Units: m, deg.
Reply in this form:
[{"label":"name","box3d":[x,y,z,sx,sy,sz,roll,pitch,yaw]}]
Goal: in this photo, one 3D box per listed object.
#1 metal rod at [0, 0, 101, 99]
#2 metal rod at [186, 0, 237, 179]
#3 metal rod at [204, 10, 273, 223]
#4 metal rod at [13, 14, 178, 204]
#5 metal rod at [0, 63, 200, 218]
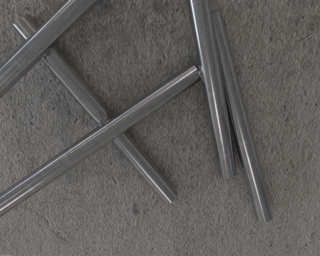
[{"label":"metal rod","box3d":[-0.090,-0.134,0.340,0.300,0.025,0.025,-42,105,6]},{"label":"metal rod","box3d":[0.060,-0.066,0.367,0.025,0.025,0.298,-13,116,4]},{"label":"metal rod","box3d":[0.107,-0.001,0.410,0.025,0.025,0.298,-18,109,6]},{"label":"metal rod","box3d":[-0.073,-0.012,0.404,0.025,0.025,0.300,-35,107,12]},{"label":"metal rod","box3d":[-0.079,0.015,0.382,0.301,0.025,0.025,-34,107,-1]}]
